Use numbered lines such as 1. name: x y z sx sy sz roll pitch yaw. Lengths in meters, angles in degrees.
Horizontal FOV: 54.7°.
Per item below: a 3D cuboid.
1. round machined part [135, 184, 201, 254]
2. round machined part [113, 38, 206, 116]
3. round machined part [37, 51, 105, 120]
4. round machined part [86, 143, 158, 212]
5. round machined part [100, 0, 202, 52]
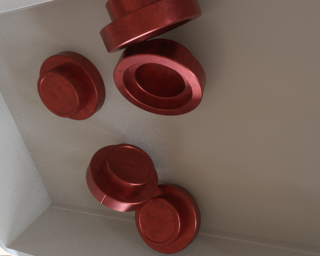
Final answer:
1. round machined part: 0.005 0.131 0.446 0.098 0.042 0.097 -2 85 27
2. round machined part: 0.002 -0.059 0.343 0.098 0.042 0.098 12 148 8
3. round machined part: -0.129 -0.053 0.431 0.098 0.042 0.097 13 124 20
4. round machined part: -0.047 0.060 0.421 0.098 0.098 0.042 35 128 4
5. round machined part: -0.013 -0.111 0.299 0.098 0.099 0.042 -14 105 33
